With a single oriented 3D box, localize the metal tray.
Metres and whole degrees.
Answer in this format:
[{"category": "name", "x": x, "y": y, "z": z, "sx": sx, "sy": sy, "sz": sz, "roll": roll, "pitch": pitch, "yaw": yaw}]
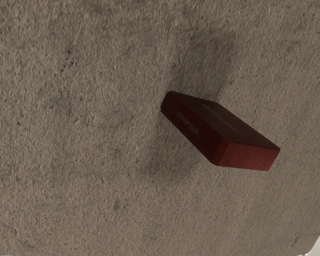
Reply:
[{"category": "metal tray", "x": 0.069, "y": 0.001, "z": 0.379, "sx": 0.091, "sy": 0.130, "sz": 0.030, "roll": 10, "pitch": 113, "yaw": -33}]
